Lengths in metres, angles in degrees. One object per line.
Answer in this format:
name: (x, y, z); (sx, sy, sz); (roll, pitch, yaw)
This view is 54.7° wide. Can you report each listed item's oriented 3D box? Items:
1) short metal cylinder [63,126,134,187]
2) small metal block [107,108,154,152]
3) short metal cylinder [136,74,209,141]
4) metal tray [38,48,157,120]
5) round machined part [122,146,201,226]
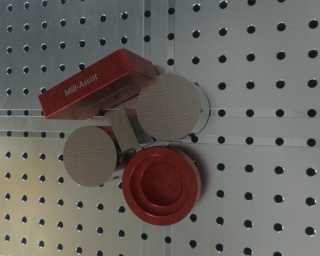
short metal cylinder: (-0.083, 0.037, 0.424); (0.080, 0.050, 0.079); (0, 90, 20)
small metal block: (-0.038, 0.002, 0.408); (0.025, 0.050, 0.050); (-27, 81, 18)
short metal cylinder: (0.017, -0.024, 0.389); (0.080, 0.050, 0.079); (0, 90, 20)
metal tray: (-0.076, -0.050, 0.400); (0.130, 0.090, 0.030); (-25, 82, 19)
round machined part: (0.005, 0.071, 0.397); (0.098, 0.042, 0.097); (0, 90, 19)
